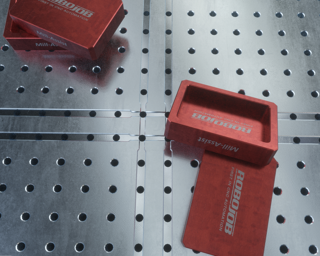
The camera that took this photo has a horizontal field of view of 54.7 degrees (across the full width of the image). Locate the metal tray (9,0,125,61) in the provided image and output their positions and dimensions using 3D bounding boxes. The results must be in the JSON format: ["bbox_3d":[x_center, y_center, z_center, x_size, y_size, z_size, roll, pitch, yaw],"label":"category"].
[{"bbox_3d":[-0.127,-0.160,0.433,0.130,0.030,0.090,25,72,8],"label":"metal tray"}]

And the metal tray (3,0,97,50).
[{"bbox_3d":[-0.158,-0.164,0.466,0.131,0.030,0.090,0,70,-1],"label":"metal tray"}]

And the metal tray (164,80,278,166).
[{"bbox_3d":[0.080,-0.010,0.394,0.131,0.030,0.090,16,45,5],"label":"metal tray"}]

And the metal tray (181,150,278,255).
[{"bbox_3d":[0.085,0.090,0.377,0.090,0.030,0.130,15,70,5],"label":"metal tray"}]
